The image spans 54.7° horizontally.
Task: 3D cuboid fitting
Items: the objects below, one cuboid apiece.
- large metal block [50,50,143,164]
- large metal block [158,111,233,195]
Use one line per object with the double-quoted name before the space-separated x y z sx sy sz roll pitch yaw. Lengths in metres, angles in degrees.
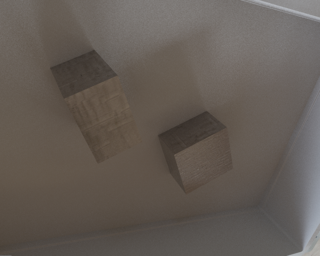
"large metal block" -0.066 -0.024 0.322 0.050 0.080 0.080 -27 128 -12
"large metal block" 0.052 0.035 0.442 0.080 0.050 0.080 -27 128 -12
